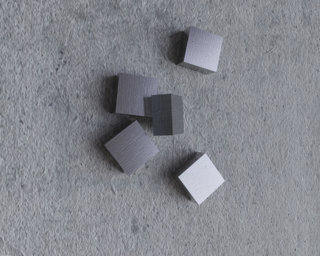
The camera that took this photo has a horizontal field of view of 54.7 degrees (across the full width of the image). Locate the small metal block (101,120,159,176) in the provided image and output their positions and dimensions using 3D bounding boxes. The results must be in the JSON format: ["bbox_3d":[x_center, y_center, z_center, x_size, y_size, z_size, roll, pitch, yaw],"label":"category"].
[{"bbox_3d":[-0.038,0.025,0.395,0.050,0.025,0.050,-39,103,-16],"label":"small metal block"}]

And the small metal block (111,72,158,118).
[{"bbox_3d":[-0.032,-0.041,0.397,0.050,0.025,0.050,6,88,-20],"label":"small metal block"}]

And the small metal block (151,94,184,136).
[{"bbox_3d":[0.011,-0.017,0.397,0.025,0.050,0.050,-2,91,20],"label":"small metal block"}]

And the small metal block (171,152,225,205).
[{"bbox_3d":[0.053,0.069,0.428,0.050,0.025,0.050,-39,103,-16],"label":"small metal block"}]

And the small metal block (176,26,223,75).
[{"bbox_3d":[0.055,-0.106,0.429,0.050,0.025,0.050,13,86,-20],"label":"small metal block"}]
